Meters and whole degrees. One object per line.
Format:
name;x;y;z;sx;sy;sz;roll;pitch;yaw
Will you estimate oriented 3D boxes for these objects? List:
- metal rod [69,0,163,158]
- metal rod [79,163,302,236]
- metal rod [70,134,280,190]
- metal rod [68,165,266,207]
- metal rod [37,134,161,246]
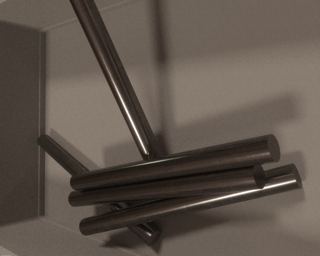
metal rod;-0.049;-0.055;0.367;0.025;0.025;0.299;-13;106;39
metal rod;0.012;0.095;0.373;0.300;0.025;0.025;-22;76;30
metal rod;-0.012;0.049;0.363;0.300;0.025;0.025;-16;80;40
metal rod;-0.019;0.077;0.384;0.300;0.025;0.025;-16;80;39
metal rod;-0.114;0.085;0.497;0.300;0.025;0.025;30;109;35
